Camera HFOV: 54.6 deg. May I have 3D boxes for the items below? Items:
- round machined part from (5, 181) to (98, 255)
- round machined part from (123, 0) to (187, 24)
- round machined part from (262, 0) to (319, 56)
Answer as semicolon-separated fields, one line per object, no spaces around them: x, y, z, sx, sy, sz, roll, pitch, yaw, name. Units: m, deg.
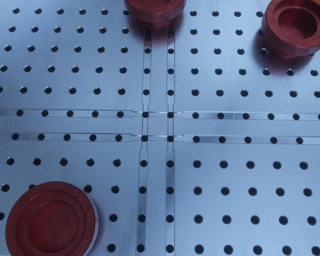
-0.121;0.114;0.360;0.099;0.042;0.098;0;70;0;round machined part
-0.007;-0.201;0.476;0.099;0.042;0.098;0;70;0;round machined part
0.199;-0.148;0.458;0.099;0.042;0.098;0;70;0;round machined part
